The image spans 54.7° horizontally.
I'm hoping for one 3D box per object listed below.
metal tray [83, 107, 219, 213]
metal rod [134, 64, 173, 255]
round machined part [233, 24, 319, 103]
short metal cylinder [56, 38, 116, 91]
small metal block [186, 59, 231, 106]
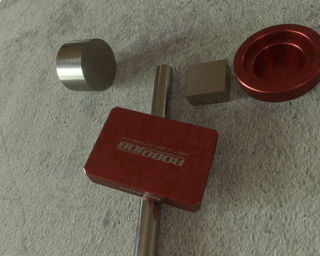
[{"bbox_3d":[-0.008,0.033,0.353,0.131,0.030,0.090,14,63,12],"label":"metal tray"},{"bbox_3d":[-0.006,0.046,0.377,0.025,0.025,0.299,-8,58,23],"label":"metal rod"},{"bbox_3d":[0.140,-0.071,0.363,0.098,0.042,0.098,-13,56,20],"label":"round machined part"},{"bbox_3d":[-0.114,-0.098,0.486,0.050,0.080,0.080,4,64,30],"label":"short metal cylinder"},{"bbox_3d":[0.064,-0.059,0.405,0.050,0.025,0.050,-5,59,25],"label":"small metal block"}]
